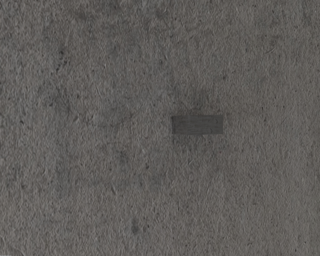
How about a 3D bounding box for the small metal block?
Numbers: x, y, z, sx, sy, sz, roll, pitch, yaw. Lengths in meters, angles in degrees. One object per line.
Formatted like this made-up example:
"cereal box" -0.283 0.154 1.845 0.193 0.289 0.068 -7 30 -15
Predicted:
"small metal block" 0.049 -0.004 0.413 0.050 0.050 0.025 -1 91 -20
